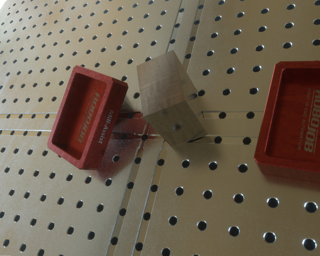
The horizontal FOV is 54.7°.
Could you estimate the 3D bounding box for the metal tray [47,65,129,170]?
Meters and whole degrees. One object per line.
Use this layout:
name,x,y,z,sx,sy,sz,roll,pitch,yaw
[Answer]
metal tray,-0.105,-0.016,0.441,0.090,0.030,0.129,24,95,36

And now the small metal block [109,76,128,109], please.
small metal block,-0.084,-0.045,0.480,0.050,0.025,0.050,-35,51,5

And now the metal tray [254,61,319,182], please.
metal tray,0.159,-0.011,0.327,0.090,0.030,0.130,6,65,31

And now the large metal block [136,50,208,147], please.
large metal block,0.016,-0.034,0.386,0.050,0.080,0.080,-21,54,16
